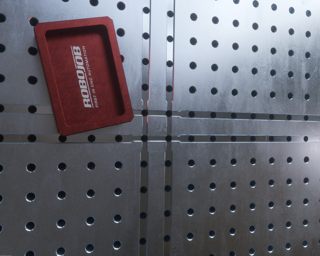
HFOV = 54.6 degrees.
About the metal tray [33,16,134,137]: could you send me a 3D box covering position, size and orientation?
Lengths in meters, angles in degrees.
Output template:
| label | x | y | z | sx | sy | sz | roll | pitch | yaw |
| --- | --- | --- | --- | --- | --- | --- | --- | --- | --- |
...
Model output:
| label | x | y | z | sx | sy | sz | roll | pitch | yaw |
| --- | --- | --- | --- | --- | --- | --- | --- | --- | --- |
| metal tray | -0.091 | -0.062 | 0.376 | 0.091 | 0.030 | 0.129 | -14 | 95 | -20 |
